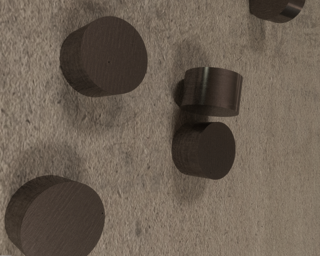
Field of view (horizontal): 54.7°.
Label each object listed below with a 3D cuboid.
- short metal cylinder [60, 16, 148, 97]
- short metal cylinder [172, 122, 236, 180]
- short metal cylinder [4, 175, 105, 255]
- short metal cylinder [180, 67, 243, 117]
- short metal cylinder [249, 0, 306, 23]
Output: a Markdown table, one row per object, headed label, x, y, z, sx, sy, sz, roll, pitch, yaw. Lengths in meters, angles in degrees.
| label | x | y | z | sx | sy | sz | roll | pitch | yaw |
| --- | --- | --- | --- | --- | --- | --- | --- | --- | --- |
| short metal cylinder | -0.061 | -0.075 | 0.339 | 0.081 | 0.050 | 0.079 | 0 | 90 | -40 |
| short metal cylinder | 0.063 | 0.031 | 0.444 | 0.081 | 0.050 | 0.079 | 0 | 90 | -40 |
| short metal cylinder | -0.102 | 0.089 | 0.304 | 0.081 | 0.050 | 0.079 | 0 | 90 | -40 |
| short metal cylinder | 0.072 | -0.048 | 0.431 | 0.081 | 0.080 | 0.050 | 13 | 82 | -40 |
| short metal cylinder | 0.206 | -0.229 | 0.544 | 0.050 | 0.080 | 0.079 | -6 | 94 | -40 |
